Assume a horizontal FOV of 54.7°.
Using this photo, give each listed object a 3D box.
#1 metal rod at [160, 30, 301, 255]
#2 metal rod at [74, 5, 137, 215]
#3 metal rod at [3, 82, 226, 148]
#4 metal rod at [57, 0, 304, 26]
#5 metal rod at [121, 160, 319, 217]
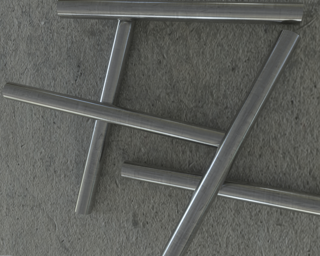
[{"bbox_3d":[0.080,0.026,0.359,0.025,0.025,0.299,28,91,18],"label":"metal rod"},{"bbox_3d":[-0.075,-0.024,0.435,0.025,0.025,0.298,16,95,19],"label":"metal rod"},{"bbox_3d":[-0.066,-0.019,0.407,0.301,0.025,0.025,13,95,10],"label":"metal rod"},{"bbox_3d":[0.014,-0.145,0.385,0.301,0.025,0.025,6,92,12],"label":"metal rod"},{"bbox_3d":[0.093,0.075,0.375,0.301,0.025,0.025,8,93,19],"label":"metal rod"}]
